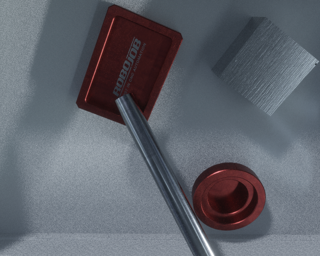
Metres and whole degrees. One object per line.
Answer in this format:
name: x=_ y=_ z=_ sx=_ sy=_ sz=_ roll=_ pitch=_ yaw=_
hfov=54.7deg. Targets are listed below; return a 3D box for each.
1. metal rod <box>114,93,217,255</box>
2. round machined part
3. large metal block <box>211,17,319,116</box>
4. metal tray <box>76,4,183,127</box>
metal rod: x=0.024 y=0.096 z=0.370 sx=0.025 sy=0.025 sz=0.299 roll=-28 pitch=87 yaw=9
round machined part: x=0.094 y=0.092 z=0.437 sx=0.099 sy=0.042 sz=0.097 roll=0 pitch=110 yaw=-1
large metal block: x=0.122 y=-0.075 z=0.372 sx=0.080 sy=0.050 sz=0.080 roll=34 pitch=106 yaw=-12
metal tray: x=-0.039 y=-0.071 z=0.381 sx=0.090 sy=0.030 sz=0.129 roll=21 pitch=109 yaw=-8
